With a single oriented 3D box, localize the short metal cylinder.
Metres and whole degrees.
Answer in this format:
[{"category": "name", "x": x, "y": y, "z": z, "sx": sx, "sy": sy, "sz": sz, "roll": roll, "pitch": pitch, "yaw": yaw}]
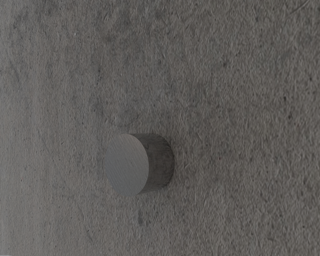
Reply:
[{"category": "short metal cylinder", "x": -0.028, "y": 0.047, "z": 0.413, "sx": 0.080, "sy": 0.050, "sz": 0.080, "roll": 0, "pitch": 90, "yaw": 40}]
